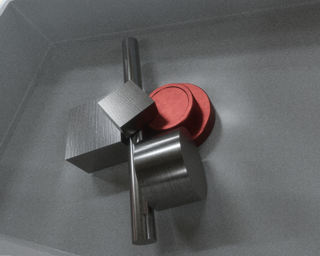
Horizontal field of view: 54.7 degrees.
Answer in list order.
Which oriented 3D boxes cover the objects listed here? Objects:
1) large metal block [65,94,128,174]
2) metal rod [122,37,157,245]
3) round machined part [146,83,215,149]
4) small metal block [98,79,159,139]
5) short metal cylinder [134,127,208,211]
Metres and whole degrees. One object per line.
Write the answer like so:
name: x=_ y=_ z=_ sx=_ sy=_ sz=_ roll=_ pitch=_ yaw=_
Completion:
large metal block: x=-0.076 y=0.006 z=0.419 sx=0.080 sy=0.050 sz=0.080 roll=-19 pitch=55 yaw=17
metal rod: x=-0.031 y=-0.008 z=0.396 sx=0.025 sy=0.025 sz=0.299 roll=-19 pitch=54 yaw=17
round machined part: x=0.017 y=-0.018 z=0.393 sx=0.098 sy=0.042 sz=0.098 roll=-13 pitch=56 yaw=20
small metal block: x=-0.038 y=-0.024 z=0.375 sx=0.050 sy=0.025 sz=0.050 roll=-38 pitch=57 yaw=-12
short metal cylinder: x=0.013 y=0.044 z=0.333 sx=0.050 sy=0.080 sz=0.080 roll=-19 pitch=55 yaw=17
